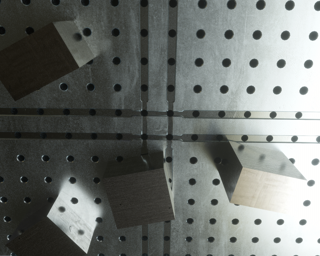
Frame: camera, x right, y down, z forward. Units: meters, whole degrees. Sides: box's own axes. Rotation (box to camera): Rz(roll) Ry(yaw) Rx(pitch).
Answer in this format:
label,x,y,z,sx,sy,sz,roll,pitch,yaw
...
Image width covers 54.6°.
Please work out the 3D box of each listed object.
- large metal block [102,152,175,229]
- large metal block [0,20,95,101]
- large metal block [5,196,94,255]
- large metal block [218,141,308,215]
label,x,y,z,sx,sy,sz,roll,pitch,yaw
large metal block,-0.027,0.086,0.431,0.080,0.050,0.080,-11,110,4
large metal block,-0.130,-0.080,0.354,0.080,0.080,0.050,-25,108,9
large metal block,-0.160,0.162,0.458,0.080,0.050,0.080,-35,107,12
large metal block,0.129,0.063,0.408,0.080,0.080,0.050,12,110,-5
